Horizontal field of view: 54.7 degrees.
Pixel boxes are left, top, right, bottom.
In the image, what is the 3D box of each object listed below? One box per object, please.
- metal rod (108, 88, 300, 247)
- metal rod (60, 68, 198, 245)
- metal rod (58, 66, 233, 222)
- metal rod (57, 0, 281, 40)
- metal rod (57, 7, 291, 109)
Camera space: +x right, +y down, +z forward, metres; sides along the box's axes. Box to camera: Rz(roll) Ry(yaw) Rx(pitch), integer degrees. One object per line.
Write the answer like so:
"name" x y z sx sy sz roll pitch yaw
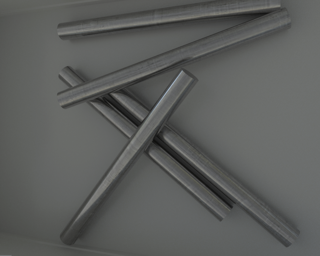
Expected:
"metal rod" 0.042 0.034 0.394 0.300 0.025 0.025 40 103 15
"metal rod" -0.051 0.050 0.405 0.025 0.025 0.299 43 111 14
"metal rod" -0.029 0.012 0.419 0.300 0.025 0.025 40 103 15
"metal rod" -0.002 -0.145 0.410 0.301 0.025 0.025 -1 90 19
"metal rod" 0.007 -0.082 0.390 0.301 0.025 0.025 -18 84 12
